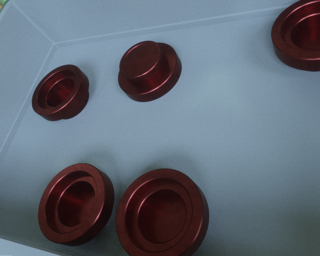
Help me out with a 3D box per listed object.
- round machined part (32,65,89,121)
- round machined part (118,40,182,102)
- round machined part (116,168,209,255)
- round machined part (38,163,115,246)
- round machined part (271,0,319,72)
[{"bbox_3d":[-0.157,-0.053,0.510,0.098,0.042,0.098,-13,56,21],"label":"round machined part"},{"bbox_3d":[-0.021,-0.091,0.461,0.098,0.042,0.098,-13,56,21],"label":"round machined part"},{"bbox_3d":[0.006,0.096,0.333,0.098,0.042,0.098,-13,56,21],"label":"round machined part"},{"bbox_3d":[-0.099,0.097,0.387,0.098,0.042,0.098,-13,56,21],"label":"round machined part"},{"bbox_3d":[0.185,-0.105,0.362,0.098,0.042,0.098,-13,56,21],"label":"round machined part"}]
